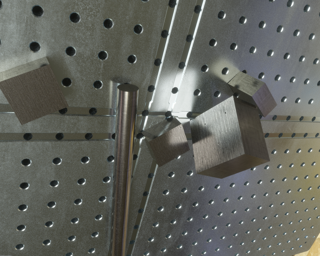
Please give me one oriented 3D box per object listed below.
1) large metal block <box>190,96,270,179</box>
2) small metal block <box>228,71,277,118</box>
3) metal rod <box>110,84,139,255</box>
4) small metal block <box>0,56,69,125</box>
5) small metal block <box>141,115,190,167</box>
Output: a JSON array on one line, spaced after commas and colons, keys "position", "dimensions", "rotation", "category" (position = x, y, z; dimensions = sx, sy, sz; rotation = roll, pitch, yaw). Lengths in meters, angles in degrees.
[{"position": [0.090, 0.016, 0.416], "dimensions": [0.050, 0.080, 0.080], "rotation": [17, 146, -35], "category": "large metal block"}, {"position": [0.131, -0.048, 0.439], "dimensions": [0.025, 0.050, 0.050], "rotation": [-46, 130, 0], "category": "small metal block"}, {"position": [-0.054, 0.082, 0.434], "dimensions": [0.025, 0.025, 0.298], "rotation": [-8, 122, -25], "category": "metal rod"}, {"position": [-0.129, -0.038, 0.317], "dimensions": [0.050, 0.025, 0.050], "rotation": [-24, 128, -14], "category": "small metal block"}, {"position": [0.009, 0.019, 0.429], "dimensions": [0.050, 0.025, 0.050], "rotation": [-29, 129, -11], "category": "small metal block"}]
